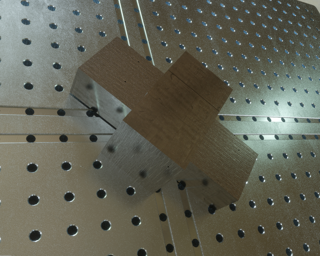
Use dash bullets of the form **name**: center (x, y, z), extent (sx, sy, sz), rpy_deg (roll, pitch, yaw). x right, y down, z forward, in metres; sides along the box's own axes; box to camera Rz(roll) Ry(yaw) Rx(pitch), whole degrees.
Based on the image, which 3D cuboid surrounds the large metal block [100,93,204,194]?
- **large metal block**: center (-0.011, 0.021, 0.356), extent (0.080, 0.080, 0.050), rpy_deg (39, 51, -2)

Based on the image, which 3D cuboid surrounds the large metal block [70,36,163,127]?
- **large metal block**: center (-0.053, -0.057, 0.396), extent (0.080, 0.050, 0.080), rpy_deg (38, 52, -3)

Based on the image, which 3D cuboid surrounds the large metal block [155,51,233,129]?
- **large metal block**: center (0.036, -0.042, 0.420), extent (0.080, 0.080, 0.050), rpy_deg (39, 51, -2)

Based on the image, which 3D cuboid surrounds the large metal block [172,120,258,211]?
- **large metal block**: center (0.070, 0.046, 0.403), extent (0.080, 0.050, 0.080), rpy_deg (39, 52, -2)

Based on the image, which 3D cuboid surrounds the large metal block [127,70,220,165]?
- **large metal block**: center (0.012, -0.011, 0.388), extent (0.080, 0.080, 0.050), rpy_deg (39, 51, -2)
